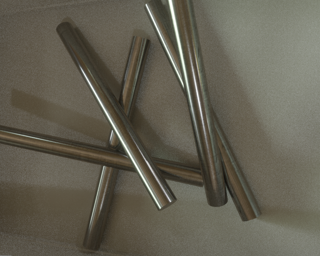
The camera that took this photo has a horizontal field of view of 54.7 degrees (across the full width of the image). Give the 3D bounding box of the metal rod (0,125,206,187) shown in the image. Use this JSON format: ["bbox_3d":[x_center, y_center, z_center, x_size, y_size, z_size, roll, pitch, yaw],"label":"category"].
[{"bbox_3d":[-0.091,0.034,0.409,0.302,0.025,0.025,11,94,7],"label":"metal rod"}]

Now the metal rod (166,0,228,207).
[{"bbox_3d":[0.037,-0.048,0.329,0.025,0.025,0.298,-6,111,19],"label":"metal rod"}]

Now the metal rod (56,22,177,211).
[{"bbox_3d":[-0.066,-0.030,0.406,0.025,0.025,0.299,-39,68,15],"label":"metal rod"}]

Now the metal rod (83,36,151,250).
[{"bbox_3d":[-0.061,0.024,0.430,0.025,0.025,0.298,16,95,19],"label":"metal rod"}]

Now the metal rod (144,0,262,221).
[{"bbox_3d":[0.050,-0.029,0.392,0.025,0.025,0.299,-26,82,18],"label":"metal rod"}]
